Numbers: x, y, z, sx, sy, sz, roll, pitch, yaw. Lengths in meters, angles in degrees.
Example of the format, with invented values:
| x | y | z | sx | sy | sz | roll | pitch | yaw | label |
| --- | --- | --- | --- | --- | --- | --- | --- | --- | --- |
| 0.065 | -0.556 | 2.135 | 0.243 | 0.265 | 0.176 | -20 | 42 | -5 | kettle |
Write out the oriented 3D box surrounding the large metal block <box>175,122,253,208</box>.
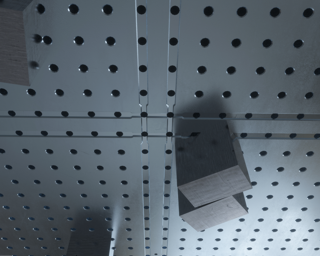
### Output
| x | y | z | sx | sy | sz | roll | pitch | yaw | label |
| --- | --- | --- | --- | --- | --- | --- | --- | --- | --- |
| 0.069 | 0.049 | 0.417 | 0.080 | 0.080 | 0.050 | -24 | 126 | 19 | large metal block |

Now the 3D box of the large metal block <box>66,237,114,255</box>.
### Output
| x | y | z | sx | sy | sz | roll | pitch | yaw | label |
| --- | --- | --- | --- | --- | --- | --- | --- | --- | --- |
| -0.136 | 0.259 | 0.594 | 0.080 | 0.080 | 0.050 | 0 | 130 | 0 | large metal block |

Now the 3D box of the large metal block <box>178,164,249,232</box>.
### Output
| x | y | z | sx | sy | sz | roll | pitch | yaw | label |
| --- | --- | --- | --- | --- | --- | --- | --- | --- | --- |
| 0.074 | 0.093 | 0.455 | 0.080 | 0.080 | 0.050 | -28 | 125 | 22 | large metal block |

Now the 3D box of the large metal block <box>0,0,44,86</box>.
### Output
| x | y | z | sx | sy | sz | roll | pitch | yaw | label |
| --- | --- | --- | --- | --- | --- | --- | --- | --- | --- |
| -0.168 | -0.095 | 0.313 | 0.080 | 0.050 | 0.079 | 8 | 130 | -7 | large metal block |
